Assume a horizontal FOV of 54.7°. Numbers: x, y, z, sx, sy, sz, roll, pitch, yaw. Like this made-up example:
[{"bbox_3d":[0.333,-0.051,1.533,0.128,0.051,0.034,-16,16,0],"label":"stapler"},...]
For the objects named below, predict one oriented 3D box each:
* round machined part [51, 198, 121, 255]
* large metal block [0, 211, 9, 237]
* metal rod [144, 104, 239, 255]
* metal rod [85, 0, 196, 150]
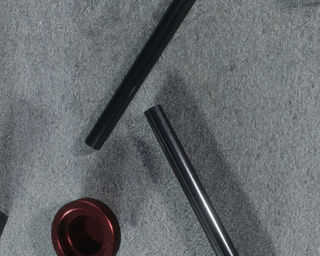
[{"bbox_3d":[-0.098,0.146,0.433,0.098,0.042,0.097,0,90,19],"label":"round machined part"},{"bbox_3d":[-0.306,0.151,0.485,0.080,0.080,0.050,27,99,17],"label":"large metal block"},{"bbox_3d":[0.057,0.106,0.388,0.025,0.025,0.299,-30,81,17],"label":"metal rod"},{"bbox_3d":[-0.014,-0.097,0.412,0.025,0.025,0.299,37,101,16],"label":"metal rod"}]
